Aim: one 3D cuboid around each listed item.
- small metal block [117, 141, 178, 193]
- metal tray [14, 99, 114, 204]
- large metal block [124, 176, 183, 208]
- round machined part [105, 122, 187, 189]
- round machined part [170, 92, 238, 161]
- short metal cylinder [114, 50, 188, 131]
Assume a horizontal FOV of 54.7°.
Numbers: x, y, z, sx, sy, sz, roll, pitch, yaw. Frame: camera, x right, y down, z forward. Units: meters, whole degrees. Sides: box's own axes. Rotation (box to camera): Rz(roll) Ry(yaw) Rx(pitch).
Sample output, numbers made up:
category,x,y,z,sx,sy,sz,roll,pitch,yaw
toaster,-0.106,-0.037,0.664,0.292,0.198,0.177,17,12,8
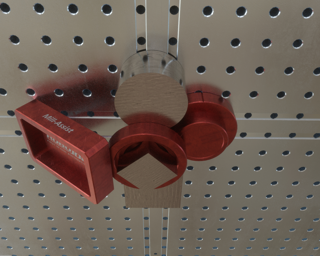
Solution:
category,x,y,z,sx,sy,sz,roll,pitch,yaw
small metal block,-0.015,0.046,0.369,0.050,0.025,0.050,-34,123,25
metal tray,-0.118,0.028,0.384,0.130,0.030,0.089,26,136,26
large metal block,-0.010,0.072,0.453,0.081,0.050,0.079,0,130,-1
round machined part,-0.017,0.030,0.388,0.099,0.042,0.097,0,130,0
round machined part,0.052,0.005,0.404,0.099,0.042,0.097,0,130,0
short metal cylinder,-0.010,-0.042,0.359,0.081,0.050,0.079,0,130,0
